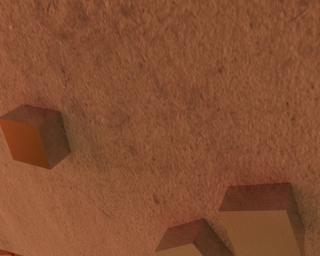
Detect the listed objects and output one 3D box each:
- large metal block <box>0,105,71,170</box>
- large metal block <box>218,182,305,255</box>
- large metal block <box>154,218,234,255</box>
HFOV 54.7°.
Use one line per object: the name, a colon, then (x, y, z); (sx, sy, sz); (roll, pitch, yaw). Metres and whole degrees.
large metal block: (-0.201, 0.013, 0.502); (0.080, 0.050, 0.079); (10, 123, 22)
large metal block: (0.131, 0.119, 0.395); (0.080, 0.050, 0.080); (-11, 113, 32)
large metal block: (0.053, 0.196, 0.483); (0.080, 0.050, 0.080); (-31, 102, 37)
